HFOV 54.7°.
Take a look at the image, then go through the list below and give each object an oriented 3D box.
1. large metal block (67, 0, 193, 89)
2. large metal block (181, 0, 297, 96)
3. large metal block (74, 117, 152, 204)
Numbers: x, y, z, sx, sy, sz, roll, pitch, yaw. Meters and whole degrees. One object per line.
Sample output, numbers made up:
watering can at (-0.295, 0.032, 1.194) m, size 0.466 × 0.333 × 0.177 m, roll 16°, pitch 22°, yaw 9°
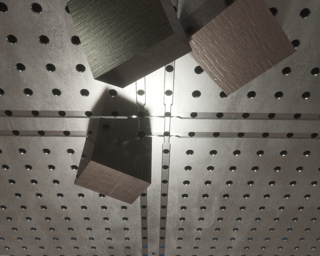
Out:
large metal block at (-0.028, -0.094, 0.287) m, size 0.080 × 0.080 × 0.050 m, roll -25°, pitch 168°, yaw 19°
large metal block at (0.076, -0.093, 0.317) m, size 0.080 × 0.050 × 0.080 m, roll -34°, pitch 123°, yaw 25°
large metal block at (-0.058, 0.043, 0.412) m, size 0.080 × 0.080 × 0.050 m, roll 25°, pitch 125°, yaw -21°
